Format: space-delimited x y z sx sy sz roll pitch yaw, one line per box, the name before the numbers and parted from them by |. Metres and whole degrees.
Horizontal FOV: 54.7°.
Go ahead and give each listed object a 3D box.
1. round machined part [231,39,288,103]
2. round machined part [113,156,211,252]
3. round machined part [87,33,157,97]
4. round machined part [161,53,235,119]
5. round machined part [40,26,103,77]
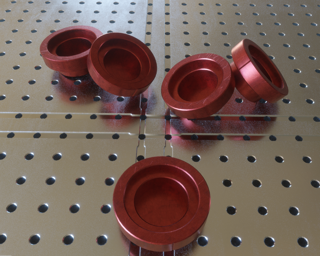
round machined part | 0.134 -0.075 0.440 0.098 0.042 0.098 30 40 -28
round machined part | 0.002 0.082 0.328 0.099 0.042 0.098 0 50 0
round machined part | -0.057 -0.087 0.453 0.099 0.042 0.098 11 61 -20
round machined part | 0.055 -0.053 0.426 0.098 0.042 0.098 -14 52 19
round machined part | -0.134 -0.118 0.490 0.099 0.042 0.098 -3 48 3
